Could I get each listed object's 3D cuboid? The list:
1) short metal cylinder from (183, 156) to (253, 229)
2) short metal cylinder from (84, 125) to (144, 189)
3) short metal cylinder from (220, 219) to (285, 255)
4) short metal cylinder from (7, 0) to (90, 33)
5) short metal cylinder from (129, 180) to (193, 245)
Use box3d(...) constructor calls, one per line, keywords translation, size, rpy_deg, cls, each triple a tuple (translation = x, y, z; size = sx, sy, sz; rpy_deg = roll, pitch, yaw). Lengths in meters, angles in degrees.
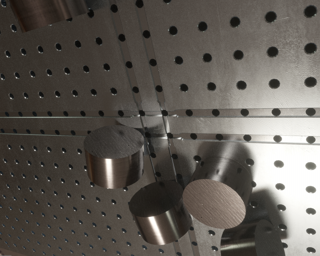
box3d(translation=(0.077, 0.084, 0.406), size=(0.080, 0.050, 0.079), rpy_deg=(13, 124, 20), cls="short metal cylinder")
box3d(translation=(-0.062, 0.038, 0.430), size=(0.080, 0.080, 0.050), rpy_deg=(15, 124, 19), cls="short metal cylinder")
box3d(translation=(0.125, 0.167, 0.413), size=(0.050, 0.080, 0.080), rpy_deg=(-26, 104, 37), cls="short metal cylinder")
box3d(translation=(-0.127, -0.145, 0.351), size=(0.080, 0.080, 0.050), rpy_deg=(-4, 117, 29), cls="short metal cylinder")
box3d(translation=(0.002, 0.120, 0.448), size=(0.080, 0.080, 0.050), rpy_deg=(-6, 116, 30), cls="short metal cylinder")
